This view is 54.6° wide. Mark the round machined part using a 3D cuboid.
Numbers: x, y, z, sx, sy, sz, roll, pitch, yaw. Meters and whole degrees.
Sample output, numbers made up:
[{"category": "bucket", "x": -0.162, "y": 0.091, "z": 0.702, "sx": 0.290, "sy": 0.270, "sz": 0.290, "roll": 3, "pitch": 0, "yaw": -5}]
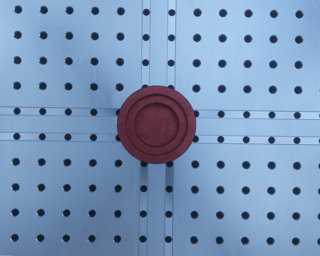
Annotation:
[{"category": "round machined part", "x": -0.004, "y": -0.004, "z": 0.404, "sx": 0.099, "sy": 0.042, "sz": 0.097, "roll": 0, "pitch": 90, "yaw": 0}]
